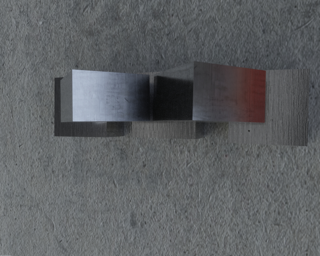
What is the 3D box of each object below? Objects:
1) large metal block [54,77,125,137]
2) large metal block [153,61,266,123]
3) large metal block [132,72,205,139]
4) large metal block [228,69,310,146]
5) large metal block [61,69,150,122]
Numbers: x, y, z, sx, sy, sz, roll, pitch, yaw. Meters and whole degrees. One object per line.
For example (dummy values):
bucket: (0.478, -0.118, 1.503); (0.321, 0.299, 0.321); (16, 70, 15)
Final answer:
large metal block: (-0.097, -0.028, 0.430); (0.080, 0.050, 0.079); (0, 90, 19)
large metal block: (0.047, -0.031, 0.313); (0.080, 0.081, 0.050); (2, 90, 64)
large metal block: (0.012, -0.028, 0.392); (0.080, 0.050, 0.079); (1, 90, 19)
large metal block: (0.123, -0.022, 0.354); (0.080, 0.050, 0.079); (2, 91, 19)
large metal block: (-0.065, -0.032, 0.349); (0.081, 0.080, 0.050); (-1, 91, -26)
